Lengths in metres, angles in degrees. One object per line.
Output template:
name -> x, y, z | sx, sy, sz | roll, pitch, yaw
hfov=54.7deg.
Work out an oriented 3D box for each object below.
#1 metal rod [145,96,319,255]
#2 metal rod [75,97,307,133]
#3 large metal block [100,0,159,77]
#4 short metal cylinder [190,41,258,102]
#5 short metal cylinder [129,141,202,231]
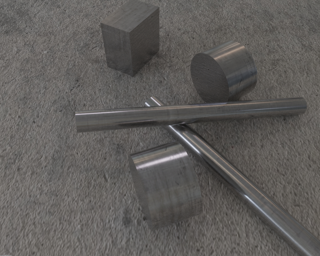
metal rod -> 0.082, 0.056, 0.356 | 0.025, 0.025, 0.300 | -32, 57, -24
metal rod -> 0.050, -0.019, 0.390 | 0.302, 0.025, 0.025 | -5, 50, -16
large metal block -> -0.043, -0.142, 0.486 | 0.050, 0.080, 0.080 | 25, 54, 19
short metal cylinder -> 0.087, -0.074, 0.430 | 0.050, 0.080, 0.080 | -27, 55, -21
short metal cylinder -> 0.003, 0.058, 0.319 | 0.050, 0.080, 0.080 | -16, 52, -13
